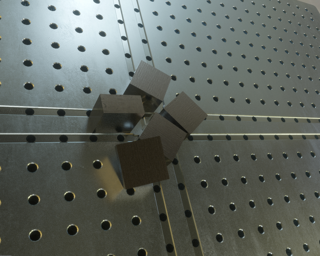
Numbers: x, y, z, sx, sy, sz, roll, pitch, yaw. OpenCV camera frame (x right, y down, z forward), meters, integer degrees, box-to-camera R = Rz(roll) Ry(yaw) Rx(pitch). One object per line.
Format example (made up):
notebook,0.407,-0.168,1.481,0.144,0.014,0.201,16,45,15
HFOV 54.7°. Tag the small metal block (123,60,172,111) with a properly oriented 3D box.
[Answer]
small metal block,-0.017,-0.060,0.438,0.050,0.025,0.050,28,52,-11

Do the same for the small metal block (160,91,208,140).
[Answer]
small metal block,0.031,-0.016,0.437,0.050,0.025,0.050,45,51,2

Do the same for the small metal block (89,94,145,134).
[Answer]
small metal block,-0.053,-0.016,0.375,0.050,0.050,0.025,-1,63,-29

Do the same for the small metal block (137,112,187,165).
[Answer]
small metal block,0.000,0.016,0.400,0.050,0.025,0.050,35,51,-5

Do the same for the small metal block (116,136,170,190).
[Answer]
small metal block,-0.021,0.040,0.356,0.050,0.025,0.050,-11,84,-14
